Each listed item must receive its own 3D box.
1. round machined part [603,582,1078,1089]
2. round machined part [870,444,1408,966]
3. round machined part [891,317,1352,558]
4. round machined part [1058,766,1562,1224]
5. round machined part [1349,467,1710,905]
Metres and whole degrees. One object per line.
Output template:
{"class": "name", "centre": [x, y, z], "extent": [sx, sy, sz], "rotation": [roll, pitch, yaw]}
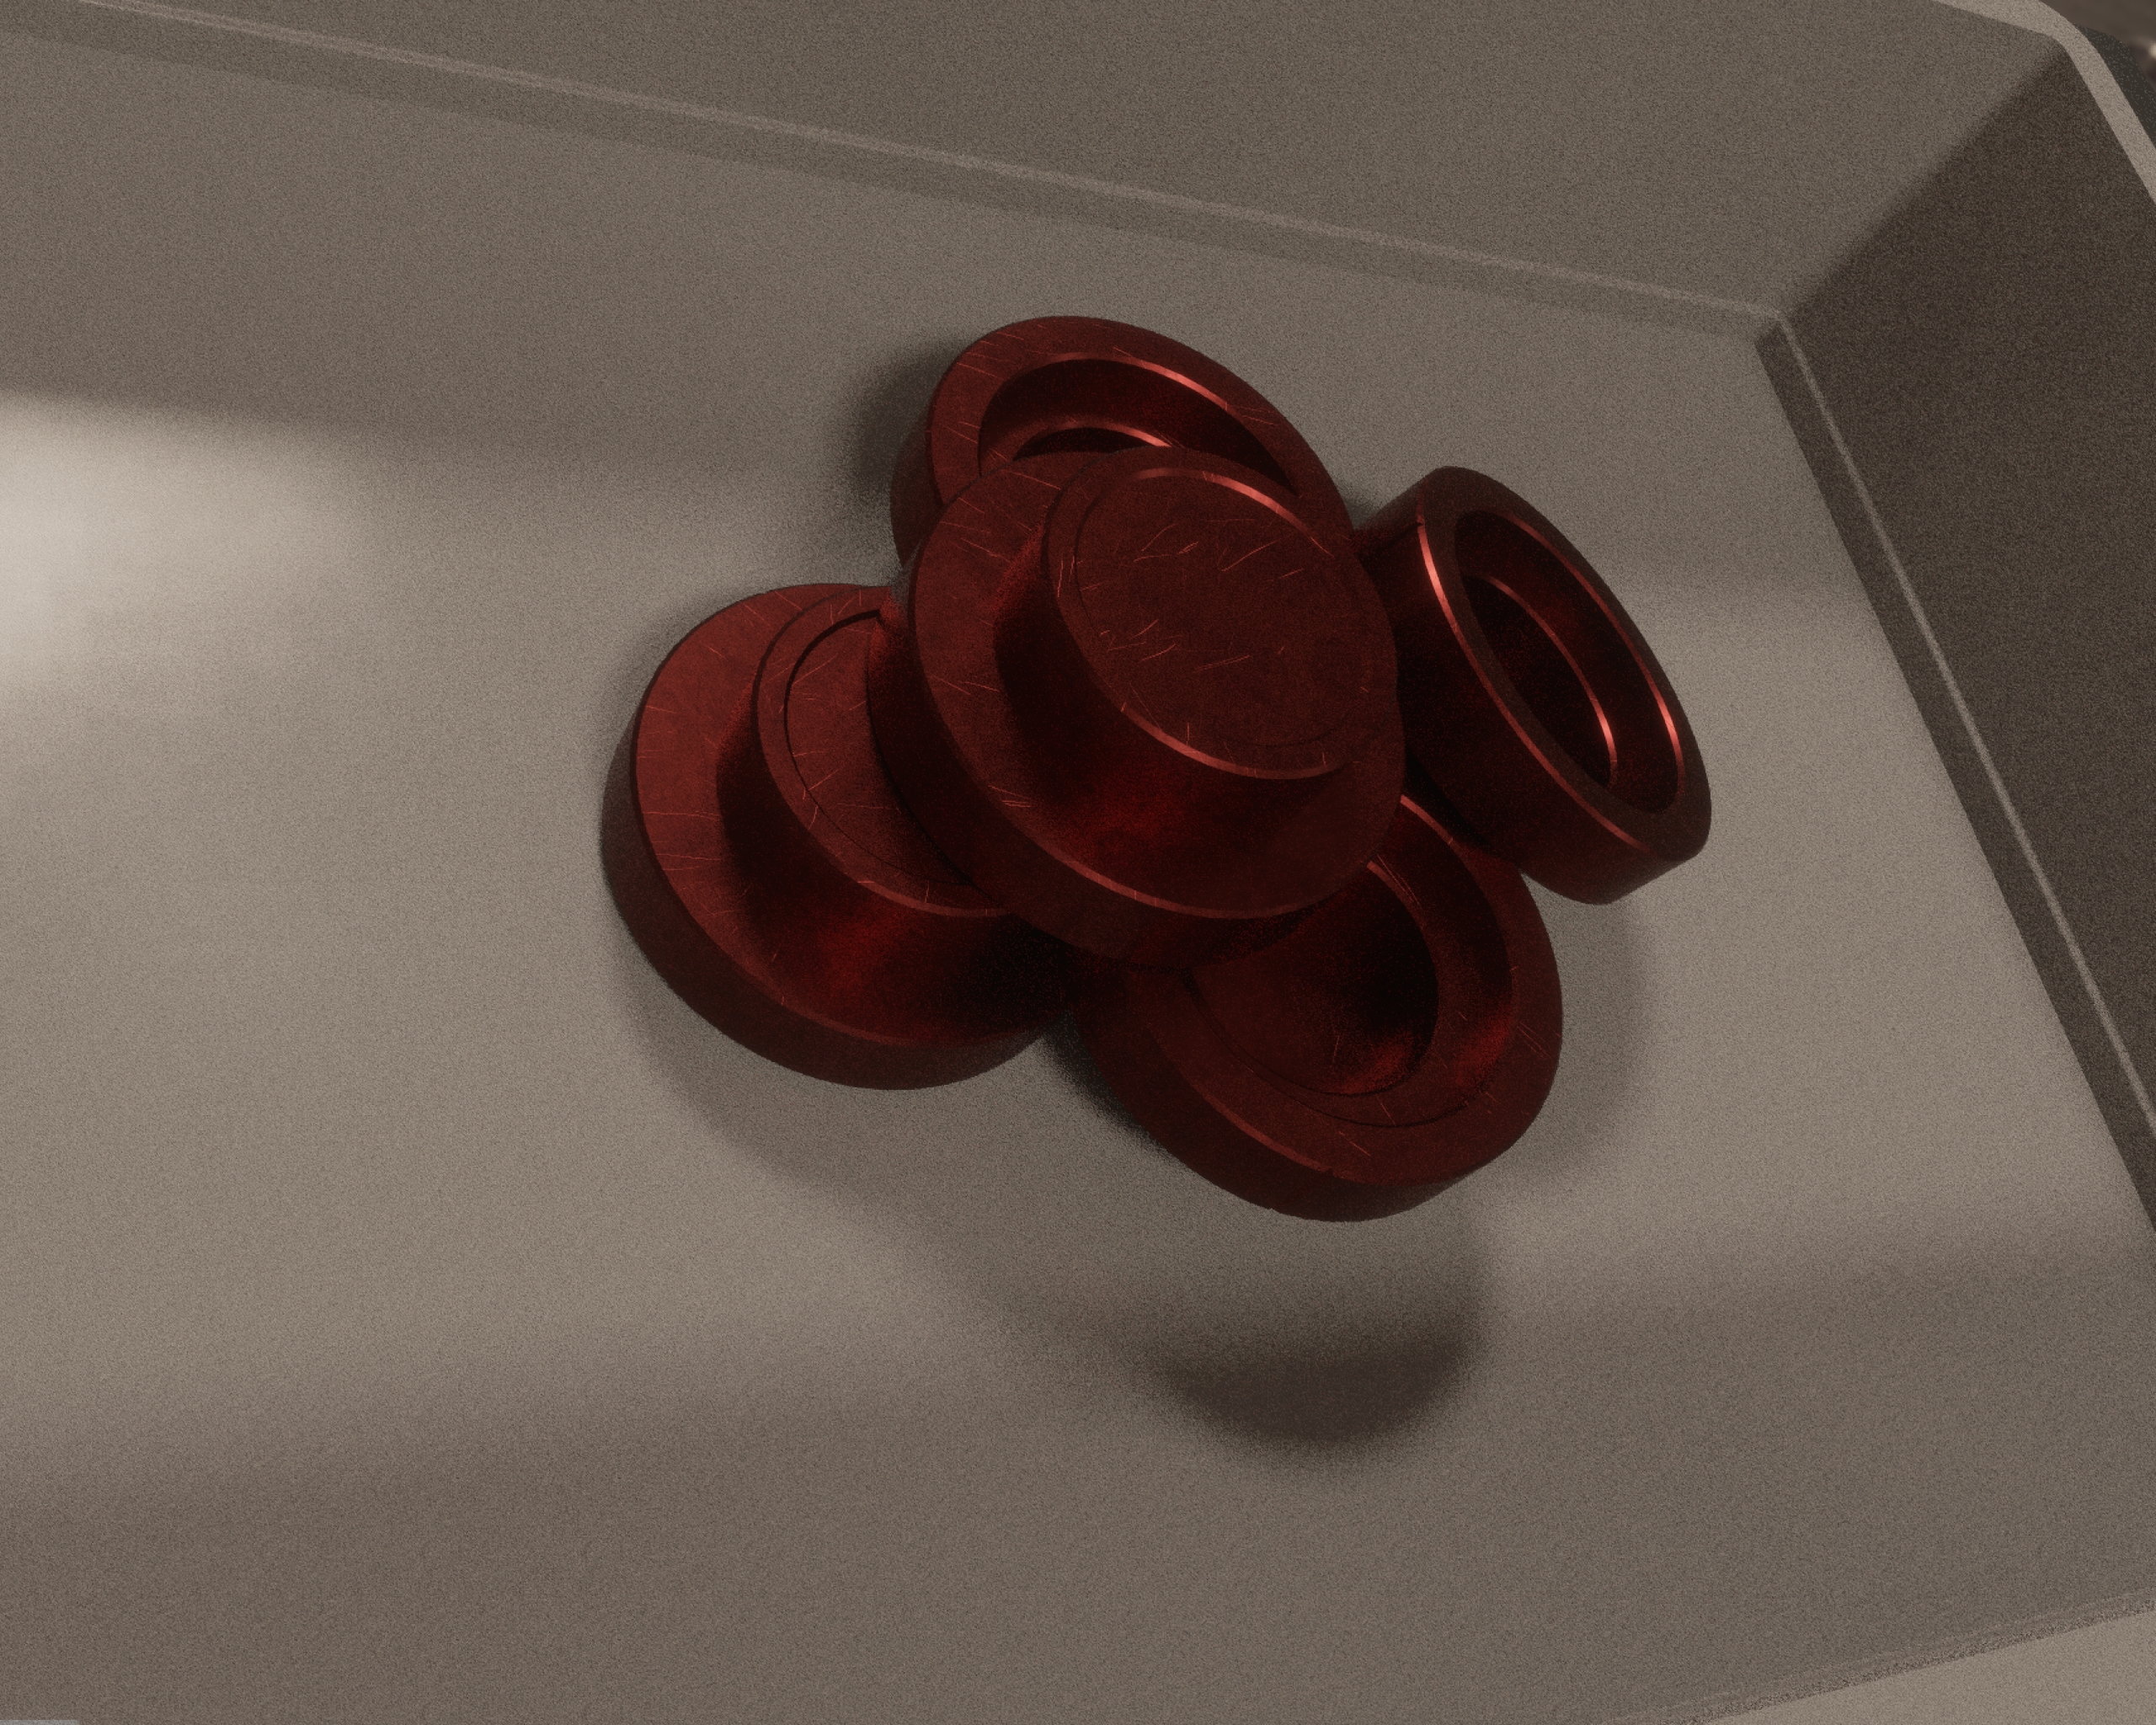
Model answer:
{"class": "round machined part", "centre": [-0.033, -0.012, 0.381], "extent": [0.099, 0.042, 0.098], "rotation": [14, 56, -21]}
{"class": "round machined part", "centre": [0.017, -0.034, 0.368], "extent": [0.099, 0.042, 0.098], "rotation": [14, 56, -21]}
{"class": "round machined part", "centre": [0.007, -0.063, 0.436], "extent": [0.099, 0.042, 0.098], "rotation": [14, 56, -21]}
{"class": "round machined part", "centre": [0.040, 0.023, 0.402], "extent": [0.099, 0.042, 0.098], "rotation": [14, 56, -21]}
{"class": "round machined part", "centre": [0.089, -0.033, 0.449], "extent": [0.098, 0.042, 0.098], "rotation": [32, 39, -31]}
